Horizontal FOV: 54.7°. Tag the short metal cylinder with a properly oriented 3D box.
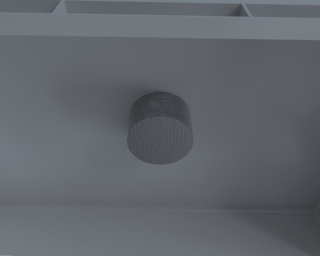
[{"bbox_3d":[0.000,0.001,0.394,0.081,0.050,0.079,0,130,0],"label":"short metal cylinder"}]
